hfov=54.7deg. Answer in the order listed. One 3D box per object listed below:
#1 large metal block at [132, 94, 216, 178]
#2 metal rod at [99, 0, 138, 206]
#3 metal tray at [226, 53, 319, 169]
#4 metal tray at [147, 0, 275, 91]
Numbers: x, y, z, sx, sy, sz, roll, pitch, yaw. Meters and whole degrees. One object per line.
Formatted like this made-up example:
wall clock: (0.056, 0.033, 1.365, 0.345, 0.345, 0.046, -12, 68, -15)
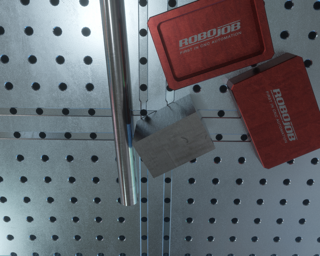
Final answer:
large metal block: (0.016, 0.007, 0.387, 0.080, 0.080, 0.050, -27, 108, 9)
metal rod: (-0.051, -0.033, 0.400, 0.025, 0.025, 0.298, -3, 110, 1)
metal tray: (0.154, -0.020, 0.405, 0.090, 0.030, 0.130, -25, 109, 8)
metal tray: (0.060, -0.108, 0.371, 0.131, 0.030, 0.090, -18, 109, 6)
